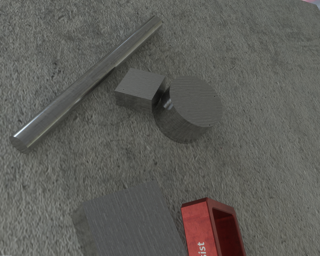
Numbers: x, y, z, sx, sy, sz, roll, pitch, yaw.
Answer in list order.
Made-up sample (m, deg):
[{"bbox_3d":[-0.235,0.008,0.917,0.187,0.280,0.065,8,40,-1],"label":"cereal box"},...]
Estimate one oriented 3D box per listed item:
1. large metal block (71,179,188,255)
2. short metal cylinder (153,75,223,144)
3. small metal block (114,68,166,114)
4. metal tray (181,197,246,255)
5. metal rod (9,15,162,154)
[{"bbox_3d":[-0.032,0.106,0.307,0.081,0.050,0.080,-11,68,-33],"label":"large metal block"},{"bbox_3d":[0.038,-0.025,0.425,0.081,0.050,0.080,14,56,-21],"label":"short metal cylinder"},{"bbox_3d":[-0.025,-0.050,0.410,0.050,0.025,0.050,16,50,13],"label":"small metal block"},{"bbox_3d":[0.065,0.144,0.319,0.090,0.030,0.130,33,41,-53],"label":"metal tray"},{"bbox_3d":[-0.075,-0.077,0.411,0.025,0.025,0.301,38,51,-3],"label":"metal rod"}]
